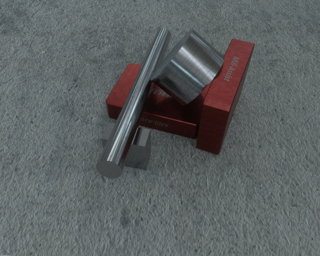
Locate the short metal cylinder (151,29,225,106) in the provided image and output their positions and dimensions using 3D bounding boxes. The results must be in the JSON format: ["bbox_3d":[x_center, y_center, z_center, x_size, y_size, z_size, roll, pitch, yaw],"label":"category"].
[{"bbox_3d":[0.033,-0.075,0.384,0.050,0.080,0.080,38,53,-12],"label":"short metal cylinder"}]

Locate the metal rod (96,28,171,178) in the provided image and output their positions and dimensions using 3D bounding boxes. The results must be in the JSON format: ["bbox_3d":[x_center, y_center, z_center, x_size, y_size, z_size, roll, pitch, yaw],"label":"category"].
[{"bbox_3d":[-0.021,-0.057,0.402,0.025,0.025,0.300,8,41,6],"label":"metal rod"}]

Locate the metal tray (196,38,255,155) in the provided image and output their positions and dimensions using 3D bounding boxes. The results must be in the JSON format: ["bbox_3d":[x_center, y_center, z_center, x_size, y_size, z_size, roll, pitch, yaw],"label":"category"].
[{"bbox_3d":[0.085,-0.042,0.399,0.030,0.089,0.130,18,52,14],"label":"metal tray"}]

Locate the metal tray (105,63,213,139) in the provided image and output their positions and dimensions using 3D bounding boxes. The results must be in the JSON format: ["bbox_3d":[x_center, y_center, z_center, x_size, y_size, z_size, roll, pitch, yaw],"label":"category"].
[{"bbox_3d":[0.002,-0.041,0.435,0.131,0.030,0.090,14,51,11],"label":"metal tray"}]

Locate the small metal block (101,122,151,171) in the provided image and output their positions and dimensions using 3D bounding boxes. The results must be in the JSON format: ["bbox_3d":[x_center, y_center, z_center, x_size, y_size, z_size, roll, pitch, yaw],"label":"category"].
[{"bbox_3d":[-0.038,0.023,0.369,0.050,0.050,0.025,10,51,8],"label":"small metal block"}]
